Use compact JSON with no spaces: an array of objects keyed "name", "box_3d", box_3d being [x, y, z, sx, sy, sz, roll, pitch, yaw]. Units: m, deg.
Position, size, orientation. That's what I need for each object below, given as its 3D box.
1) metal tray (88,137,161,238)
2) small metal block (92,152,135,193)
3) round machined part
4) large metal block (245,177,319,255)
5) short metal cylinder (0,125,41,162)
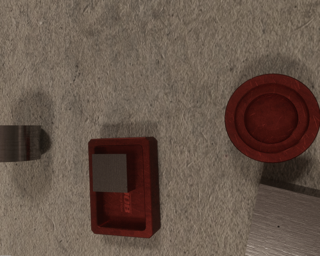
[{"name":"metal tray","box_3d":[-0.049,0.078,0.422,0.090,0.030,0.129,-3,89,19]},{"name":"small metal block","box_3d":[-0.062,0.059,0.416,0.050,0.025,0.050,-2,89,19]},{"name":"round machined part","box_3d":[0.127,-0.011,0.355,0.098,0.042,0.097,0,90,19]},{"name":"large metal block","box_3d":[0.145,0.106,0.344,0.080,0.050,0.079,12,94,19]},{"name":"short metal cylinder","box_3d":[-0.218,0.021,0.455,0.080,0.080,0.050,0,90,19]}]
